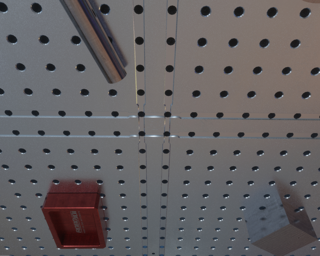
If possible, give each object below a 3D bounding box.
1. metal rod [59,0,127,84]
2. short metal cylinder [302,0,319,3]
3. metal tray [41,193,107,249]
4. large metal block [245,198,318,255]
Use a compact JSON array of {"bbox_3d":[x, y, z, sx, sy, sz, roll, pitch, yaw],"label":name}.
[{"bbox_3d":[-0.105,-0.165,0.269,0.025,0.025,0.299,-17,129,13],"label":"metal rod"},{"bbox_3d":[0.138,-0.156,0.265,0.081,0.050,0.079,-1,131,0],"label":"short metal cylinder"},{"bbox_3d":[-0.146,0.167,0.548,0.091,0.030,0.129,0,130,-1],"label":"metal tray"},{"bbox_3d":[0.214,0.180,0.552,0.080,0.050,0.080,31,123,-24],"label":"large metal block"}]
